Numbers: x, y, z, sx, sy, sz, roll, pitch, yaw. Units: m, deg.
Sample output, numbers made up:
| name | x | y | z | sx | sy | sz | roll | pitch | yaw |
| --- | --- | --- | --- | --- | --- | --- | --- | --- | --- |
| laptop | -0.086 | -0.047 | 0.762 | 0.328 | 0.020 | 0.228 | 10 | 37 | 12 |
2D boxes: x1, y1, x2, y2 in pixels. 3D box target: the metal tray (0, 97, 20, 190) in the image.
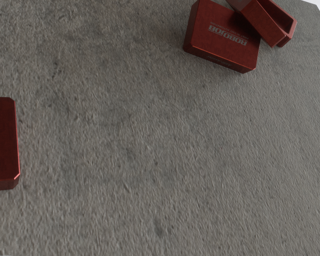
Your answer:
| name | x | y | z | sx | sy | sz | roll | pitch | yaw |
| --- | --- | --- | --- | --- | --- | --- | --- | --- | --- |
| metal tray | -0.203 | 0.016 | 0.282 | 0.131 | 0.030 | 0.090 | -1 | 63 | -29 |

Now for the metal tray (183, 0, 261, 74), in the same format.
| name | x | y | z | sx | sy | sz | roll | pitch | yaw |
| --- | --- | --- | --- | --- | --- | --- | --- | --- | --- |
| metal tray | 0.111 | -0.158 | 0.537 | 0.131 | 0.030 | 0.090 | 16 | 79 | -20 |

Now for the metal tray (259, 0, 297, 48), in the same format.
| name | x | y | z | sx | sy | sz | roll | pitch | yaw |
| --- | --- | --- | --- | --- | --- | --- | --- | --- | --- |
| metal tray | 0.234 | -0.245 | 0.679 | 0.130 | 0.030 | 0.090 | 36 | 51 | -5 |

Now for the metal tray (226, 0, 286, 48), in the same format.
| name | x | y | z | sx | sy | sz | roll | pitch | yaw |
| --- | --- | --- | --- | --- | --- | --- | --- | --- | --- |
| metal tray | 0.174 | -0.206 | 0.574 | 0.090 | 0.030 | 0.130 | 39 | 23 | -22 |
